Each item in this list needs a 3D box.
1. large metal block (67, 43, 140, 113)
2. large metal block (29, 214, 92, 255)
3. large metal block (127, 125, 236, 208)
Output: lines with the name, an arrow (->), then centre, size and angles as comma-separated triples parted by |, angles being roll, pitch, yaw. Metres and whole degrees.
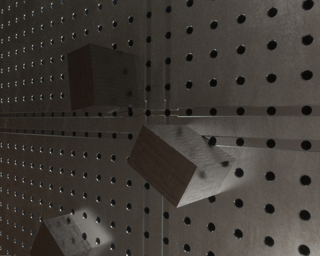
large metal block -> -0.078, -0.065, 0.436 | 0.050, 0.081, 0.080 | -9, 84, 39
large metal block -> -0.172, 0.210, 0.532 | 0.080, 0.050, 0.079 | 41, 115, 32
large metal block -> 0.025, 0.038, 0.352 | 0.080, 0.081, 0.050 | 37, 112, 33
